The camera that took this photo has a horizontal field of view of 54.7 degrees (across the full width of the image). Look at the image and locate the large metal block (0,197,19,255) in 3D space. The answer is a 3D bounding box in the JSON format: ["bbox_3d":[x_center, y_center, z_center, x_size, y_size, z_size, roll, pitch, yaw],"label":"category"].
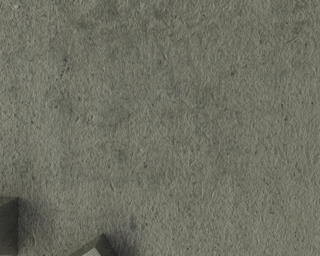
[{"bbox_3d":[-0.218,0.133,0.381,0.050,0.080,0.079,1,90,0],"label":"large metal block"}]

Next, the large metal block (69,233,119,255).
[{"bbox_3d":[-0.089,0.198,0.397,0.080,0.050,0.080,-34,90,0],"label":"large metal block"}]
